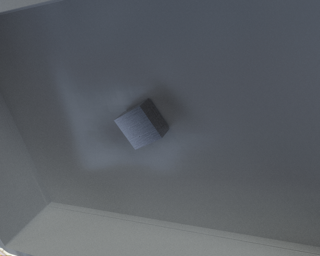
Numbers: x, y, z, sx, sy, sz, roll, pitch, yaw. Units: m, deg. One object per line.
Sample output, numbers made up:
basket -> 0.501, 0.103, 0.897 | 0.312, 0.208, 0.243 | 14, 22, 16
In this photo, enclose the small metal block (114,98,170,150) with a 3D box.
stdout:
small metal block -> -0.024, -0.005, 0.413 | 0.050, 0.025, 0.050 | -26, 105, 36
